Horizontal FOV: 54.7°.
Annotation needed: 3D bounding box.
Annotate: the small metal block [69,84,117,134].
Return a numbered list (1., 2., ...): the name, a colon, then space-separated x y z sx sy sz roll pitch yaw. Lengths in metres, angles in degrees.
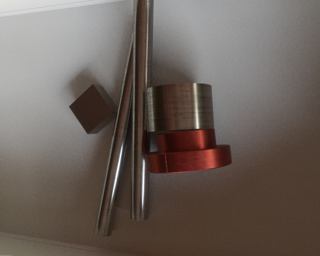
1. small metal block: -0.093 -0.026 0.442 0.050 0.025 0.050 -39 78 15

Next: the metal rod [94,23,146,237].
1. metal rod: -0.052 0.002 0.427 0.025 0.025 0.298 13 94 19

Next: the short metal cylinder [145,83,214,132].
1. short metal cylinder: 0.023 -0.023 0.373 0.080 0.080 0.050 -4 89 19

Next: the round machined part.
1. round machined part: 0.031 0.024 0.360 0.098 0.098 0.042 -7 88 19

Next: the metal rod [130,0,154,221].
1. metal rod: -0.024 -0.027 0.403 0.025 0.025 0.298 4 97 19
